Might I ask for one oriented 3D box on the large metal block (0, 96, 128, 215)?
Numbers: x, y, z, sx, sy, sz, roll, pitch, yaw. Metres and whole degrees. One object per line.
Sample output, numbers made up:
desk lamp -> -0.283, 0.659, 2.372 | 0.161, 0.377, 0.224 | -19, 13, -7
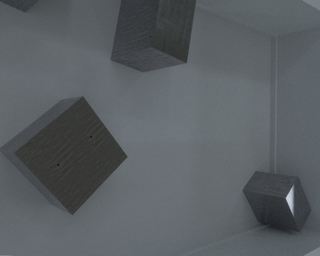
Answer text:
large metal block -> -0.094, 0.025, 0.312 | 0.080, 0.050, 0.080 | -47, 118, -30

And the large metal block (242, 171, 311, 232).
large metal block -> 0.205, 0.127, 0.542 | 0.050, 0.080, 0.080 | -44, 117, -31

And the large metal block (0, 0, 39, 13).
large metal block -> -0.135, -0.148, 0.257 | 0.081, 0.080, 0.050 | 16, 80, -39

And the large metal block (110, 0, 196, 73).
large metal block -> -0.009, -0.116, 0.363 | 0.050, 0.080, 0.080 | 15, 81, -39
